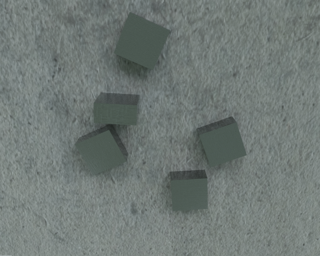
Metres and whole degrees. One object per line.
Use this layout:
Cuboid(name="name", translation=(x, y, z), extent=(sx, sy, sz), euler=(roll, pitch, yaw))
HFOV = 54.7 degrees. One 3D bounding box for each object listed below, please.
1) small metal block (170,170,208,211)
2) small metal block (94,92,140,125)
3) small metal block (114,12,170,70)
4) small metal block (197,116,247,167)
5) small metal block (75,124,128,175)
Cuboid(name="small metal block", translation=(0.041, 0.089, 0.443), extent=(0.050, 0.025, 0.050), euler=(-4, 110, 1))
Cuboid(name="small metal block", translation=(-0.053, -0.025, 0.387), extent=(0.050, 0.050, 0.025), euler=(3, 110, -2))
Cuboid(name="small metal block", translation=(-0.021, -0.104, 0.371), extent=(0.050, 0.025, 0.050), euler=(22, 108, -9))
Cuboid(name="small metal block", translation=(0.083, 0.018, 0.418), extent=(0.050, 0.025, 0.050), euler=(-20, 109, 6))
Cuboid(name="small metal block", translation=(-0.078, 0.029, 0.419), extent=(0.050, 0.025, 0.050), euler=(-23, 109, 8))
